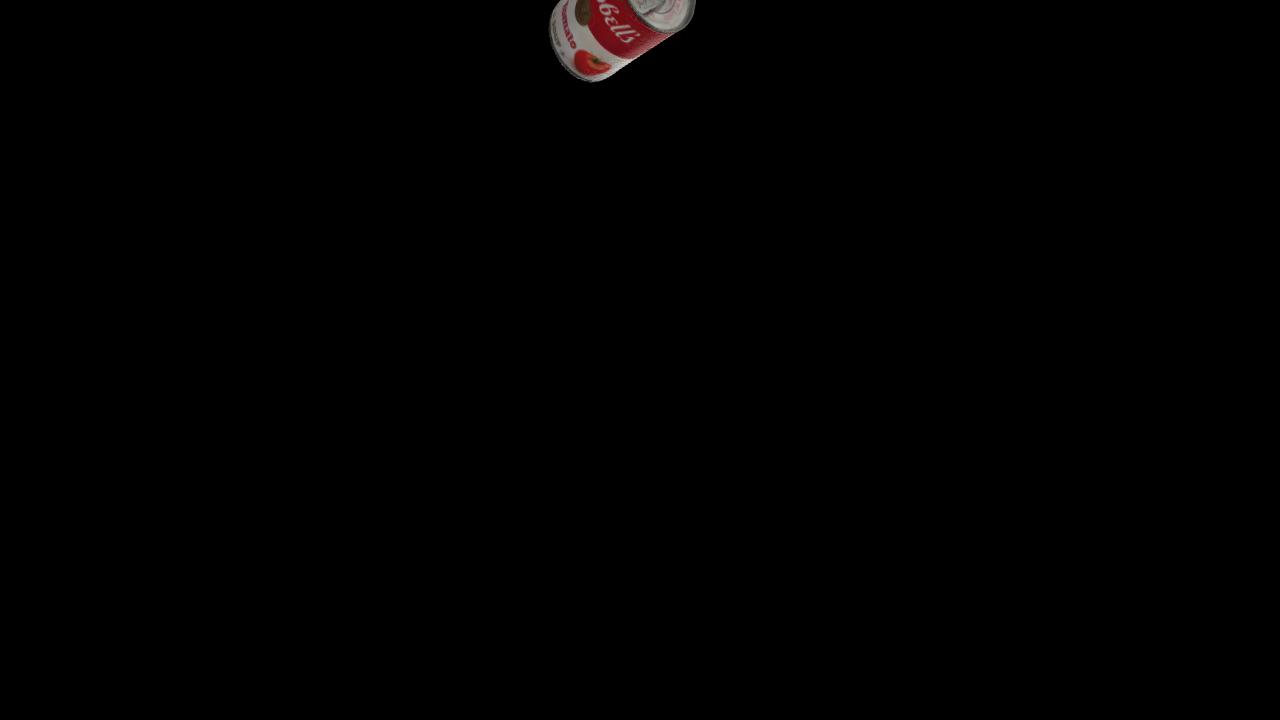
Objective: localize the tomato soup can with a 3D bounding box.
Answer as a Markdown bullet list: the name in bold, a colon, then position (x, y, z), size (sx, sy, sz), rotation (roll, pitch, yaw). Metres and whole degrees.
- **tomato soup can**: position (-0.016, -0.258, 0.457), size (0.068, 0.068, 0.101), rotation (0, 1, -36)
